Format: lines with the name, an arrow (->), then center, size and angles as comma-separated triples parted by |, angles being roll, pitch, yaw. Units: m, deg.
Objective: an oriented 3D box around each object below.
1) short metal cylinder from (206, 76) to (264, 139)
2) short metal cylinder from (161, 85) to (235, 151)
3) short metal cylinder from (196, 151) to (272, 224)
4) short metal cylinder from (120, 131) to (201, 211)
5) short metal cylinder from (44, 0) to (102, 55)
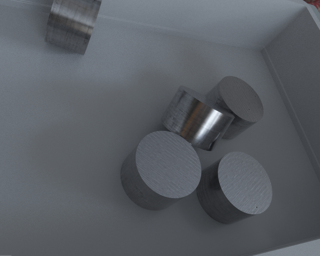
short metal cylinder -> 0.106, -0.031, 0.464 | 0.081, 0.050, 0.080 | 17, 52, -23
short metal cylinder -> 0.048, -0.013, 0.401 | 0.080, 0.050, 0.080 | 28, 15, -8
short metal cylinder -> 0.094, 0.077, 0.396 | 0.081, 0.050, 0.080 | 14, 56, -21
short metal cylinder -> 0.000, 0.050, 0.361 | 0.081, 0.050, 0.080 | 14, 56, -21
short metal cylinder -> -0.111, -0.140, 0.397 | 0.050, 0.080, 0.080 | 17, 55, -19
